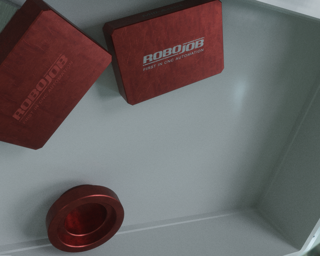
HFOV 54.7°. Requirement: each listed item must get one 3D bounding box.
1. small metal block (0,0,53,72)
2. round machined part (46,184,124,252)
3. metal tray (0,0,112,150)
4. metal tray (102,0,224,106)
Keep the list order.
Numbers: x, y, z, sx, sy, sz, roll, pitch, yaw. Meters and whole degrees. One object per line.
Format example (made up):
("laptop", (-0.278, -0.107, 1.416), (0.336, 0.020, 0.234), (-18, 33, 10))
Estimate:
("small metal block", (-0.134, -0.085, 0.283), (0.050, 0.025, 0.050), (18, 109, -36))
("round machined part", (-0.101, 0.115, 0.415), (0.099, 0.042, 0.097), (-14, 125, -21))
("metal tray", (-0.118, -0.044, 0.296), (0.130, 0.030, 0.090), (-50, 147, 7))
("metal tray", (0.010, -0.090, 0.357), (0.131, 0.030, 0.089), (-22, 127, -16))
